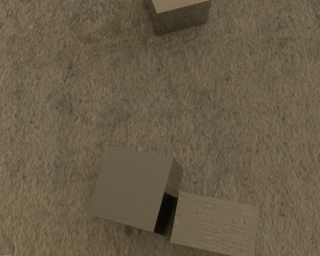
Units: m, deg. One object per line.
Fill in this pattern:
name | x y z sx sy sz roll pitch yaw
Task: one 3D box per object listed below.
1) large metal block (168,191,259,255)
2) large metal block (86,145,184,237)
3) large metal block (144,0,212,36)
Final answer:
large metal block | 0.054 0.108 0.340 0.080 0.080 0.050 11 71 3
large metal block | -0.026 0.072 0.357 0.080 0.050 0.080 9 69 21
large metal block | 0.022 -0.196 0.467 0.081 0.050 0.080 -17 71 -7
